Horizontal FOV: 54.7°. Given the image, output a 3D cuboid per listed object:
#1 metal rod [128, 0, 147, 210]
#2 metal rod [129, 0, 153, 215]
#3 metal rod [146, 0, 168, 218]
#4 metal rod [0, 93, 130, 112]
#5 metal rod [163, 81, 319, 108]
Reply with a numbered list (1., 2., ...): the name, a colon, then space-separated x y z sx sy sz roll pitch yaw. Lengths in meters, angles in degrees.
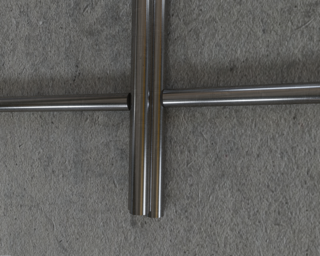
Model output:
1. metal rod: -0.028 -0.039 0.420 0.025 0.025 0.298 1 90 19
2. metal rod: -0.024 -0.041 0.396 0.025 0.025 0.298 1 90 19
3. metal rod: -0.004 -0.033 0.412 0.025 0.025 0.298 1 90 19
4. metal rod: -0.182 -0.037 0.472 0.301 0.025 0.025 1 90 19
5. metal rod: 0.150 -0.040 0.357 0.301 0.025 0.025 0 90 19
